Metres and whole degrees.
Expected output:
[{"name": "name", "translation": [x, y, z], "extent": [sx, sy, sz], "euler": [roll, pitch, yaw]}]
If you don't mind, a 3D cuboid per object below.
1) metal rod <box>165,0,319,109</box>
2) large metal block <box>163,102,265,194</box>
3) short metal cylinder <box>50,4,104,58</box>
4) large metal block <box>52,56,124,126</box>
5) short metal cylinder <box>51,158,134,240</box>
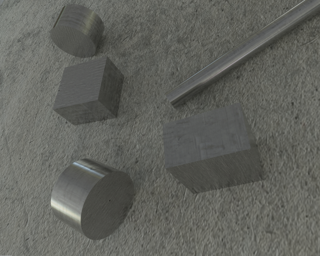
[{"name": "metal rod", "translation": [0.138, -0.119, 0.404], "extent": [0.300, 0.025, 0.025], "euler": [-34, 52, 6]}, {"name": "large metal block", "translation": [0.057, 0.026, 0.323], "extent": [0.080, 0.080, 0.050], "euler": [-16, 56, 19]}, {"name": "short metal cylinder", "translation": [-0.145, -0.170, 0.549], "extent": [0.080, 0.080, 0.050], "euler": [0, 62, 28]}, {"name": "large metal block", "translation": [-0.108, -0.056, 0.479], "extent": [0.080, 0.050, 0.080], "euler": [-9, 58, 23]}, {"name": "short metal cylinder", "translation": [-0.076, 0.081, 0.359], "extent": [0.050, 0.080, 0.080], "euler": [16, 70, 34]}]
